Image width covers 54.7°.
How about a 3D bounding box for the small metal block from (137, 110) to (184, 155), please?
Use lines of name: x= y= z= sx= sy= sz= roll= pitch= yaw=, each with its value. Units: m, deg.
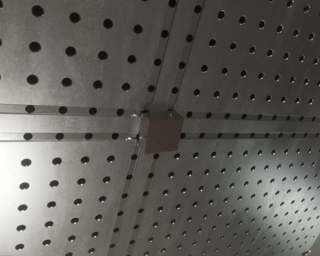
small metal block: x=0.000 y=0.005 z=0.416 sx=0.050 sy=0.025 sz=0.050 roll=-5 pitch=121 yaw=-26
